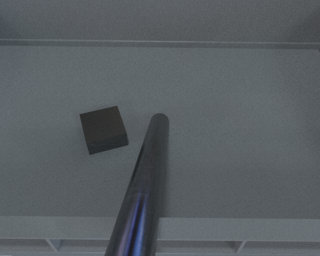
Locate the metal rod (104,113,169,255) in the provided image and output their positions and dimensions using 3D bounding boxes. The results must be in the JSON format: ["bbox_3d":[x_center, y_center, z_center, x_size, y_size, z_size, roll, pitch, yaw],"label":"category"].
[{"bbox_3d":[-0.008,0.033,0.271,0.025,0.025,0.300,3,16,2],"label":"metal rod"}]

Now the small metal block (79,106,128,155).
[{"bbox_3d":[-0.073,0.002,0.402,0.050,0.025,0.050,-14,52,-12],"label":"small metal block"}]
